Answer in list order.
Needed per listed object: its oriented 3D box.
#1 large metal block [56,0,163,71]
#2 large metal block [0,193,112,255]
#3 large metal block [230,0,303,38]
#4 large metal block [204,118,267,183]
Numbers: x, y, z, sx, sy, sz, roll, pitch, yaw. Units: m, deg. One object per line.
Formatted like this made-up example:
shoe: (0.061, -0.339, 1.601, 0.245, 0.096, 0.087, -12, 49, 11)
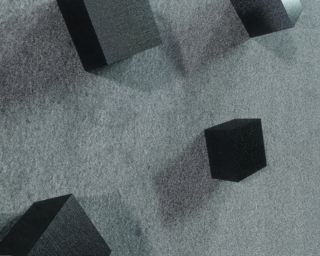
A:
large metal block: (-0.054, -0.117, 0.345, 0.081, 0.050, 0.080, -31, 110, -36)
large metal block: (-0.099, 0.121, 0.286, 0.080, 0.050, 0.080, 64, 25, -21)
large metal block: (0.180, -0.208, 0.523, 0.080, 0.080, 0.050, 49, 61, -30)
large metal block: (0.122, 0.032, 0.493, 0.081, 0.050, 0.079, -17, 101, -39)
